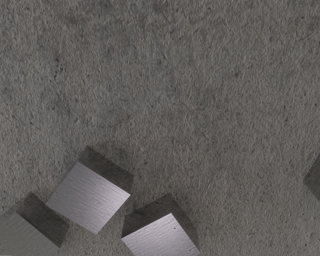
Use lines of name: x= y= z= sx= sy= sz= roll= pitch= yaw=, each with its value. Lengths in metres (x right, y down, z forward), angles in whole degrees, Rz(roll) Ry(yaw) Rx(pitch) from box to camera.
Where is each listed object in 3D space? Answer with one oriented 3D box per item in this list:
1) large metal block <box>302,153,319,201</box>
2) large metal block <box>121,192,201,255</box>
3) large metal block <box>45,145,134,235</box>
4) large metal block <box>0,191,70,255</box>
large metal block: x=0.261 y=0.065 z=0.423 sx=0.080 sy=0.050 sz=0.079 roll=19 pitch=109 yaw=-7
large metal block: x=0.002 y=0.155 z=0.454 sx=0.080 sy=0.050 sz=0.080 roll=-30 pitch=108 yaw=10
large metal block: x=-0.094 y=0.085 z=0.427 sx=0.080 sy=0.050 sz=0.080 roll=36 pitch=106 yaw=-12
large metal block: x=-0.196 y=0.154 z=0.451 sx=0.080 sy=0.050 sz=0.080 roll=-38 pitch=106 yaw=13
